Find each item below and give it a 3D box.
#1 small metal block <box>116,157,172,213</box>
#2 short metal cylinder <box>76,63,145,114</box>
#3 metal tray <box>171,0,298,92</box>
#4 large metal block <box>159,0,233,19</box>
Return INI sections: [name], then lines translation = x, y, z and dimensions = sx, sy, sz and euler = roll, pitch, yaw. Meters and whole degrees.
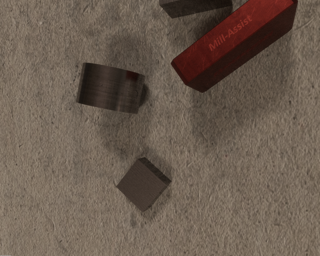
[small metal block]
translation = -0.022, 0.075, 0.416
dimensions = 0.050, 0.025, 0.050
euler = 41, 103, 15
[short metal cylinder]
translation = -0.064, -0.051, 0.401
dimensions = 0.080, 0.080, 0.050
euler = 13, 95, 19
[metal tray]
translation = 0.083, -0.093, 0.344
dimensions = 0.130, 0.090, 0.030
euler = -36, 79, 16
[large metal block]
translation = 0.042, -0.190, 0.380
dimensions = 0.080, 0.050, 0.080
euler = -6, 88, 19
